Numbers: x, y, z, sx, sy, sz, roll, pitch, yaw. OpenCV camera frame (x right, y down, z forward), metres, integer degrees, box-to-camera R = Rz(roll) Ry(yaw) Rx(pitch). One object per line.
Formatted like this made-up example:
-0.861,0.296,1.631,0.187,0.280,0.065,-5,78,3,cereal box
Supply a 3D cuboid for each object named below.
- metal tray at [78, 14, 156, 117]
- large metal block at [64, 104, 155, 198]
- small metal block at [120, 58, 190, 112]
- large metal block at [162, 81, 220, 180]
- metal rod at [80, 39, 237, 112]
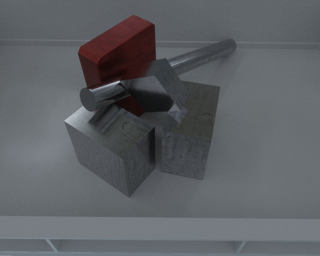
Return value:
-0.045,-0.061,0.385,0.030,0.129,0.090,33,58,25,metal tray
-0.053,0.021,0.351,0.080,0.080,0.050,29,56,22,large metal block
-0.005,-0.043,0.327,0.050,0.050,0.025,0,51,42,small metal block
0.036,0.003,0.367,0.050,0.080,0.080,10,51,8,large metal block
0.022,-0.083,0.415,0.025,0.025,0.302,34,41,25,metal rod
